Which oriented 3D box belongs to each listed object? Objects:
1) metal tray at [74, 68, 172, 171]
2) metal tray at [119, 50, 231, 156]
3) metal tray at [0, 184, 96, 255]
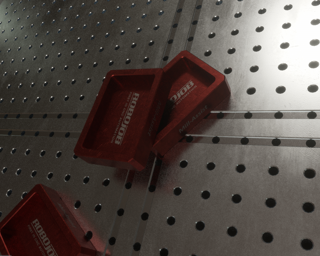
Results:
[{"bbox_3d":[-0.045,-0.015,0.397,0.090,0.030,0.130,4,64,29],"label":"metal tray"},{"bbox_3d":[0.017,-0.036,0.416,0.130,0.030,0.090,-43,51,-2],"label":"metal tray"},{"bbox_3d":[-0.150,0.144,0.393,0.090,0.030,0.130,-48,52,-6],"label":"metal tray"}]
